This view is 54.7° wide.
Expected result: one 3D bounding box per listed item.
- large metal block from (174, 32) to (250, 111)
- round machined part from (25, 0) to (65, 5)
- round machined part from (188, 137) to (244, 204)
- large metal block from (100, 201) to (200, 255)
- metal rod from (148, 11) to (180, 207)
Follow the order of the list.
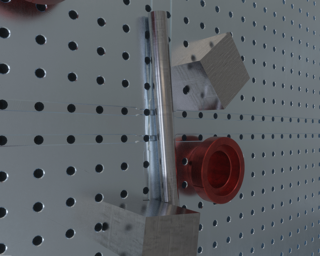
[{"bbox_3d":[0.079,-0.082,0.459,0.080,0.050,0.080,-47,118,-30],"label":"large metal block"},{"bbox_3d":[-0.121,-0.168,0.296,0.099,0.042,0.097,0,90,-40],"label":"round machined part"},{"bbox_3d":[0.081,0.061,0.466,0.099,0.042,0.097,0,90,-40],"label":"round machined part"},{"bbox_3d":[-0.012,0.118,0.364,0.081,0.080,0.050,9,84,-40],"label":"large metal block"},{"bbox_3d":[0.007,-0.001,0.414,0.025,0.025,0.298,-7,95,-40],"label":"metal rod"}]
